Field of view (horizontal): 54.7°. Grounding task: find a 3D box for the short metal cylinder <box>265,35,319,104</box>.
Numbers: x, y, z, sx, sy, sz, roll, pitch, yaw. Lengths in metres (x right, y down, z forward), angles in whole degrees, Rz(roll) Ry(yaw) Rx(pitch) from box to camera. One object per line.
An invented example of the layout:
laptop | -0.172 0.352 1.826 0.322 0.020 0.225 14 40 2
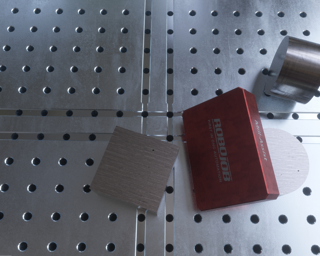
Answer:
short metal cylinder | 0.179 -0.077 0.412 0.050 0.080 0.080 17 71 6

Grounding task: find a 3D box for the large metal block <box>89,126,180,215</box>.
large metal block | -0.028 0.053 0.379 0.080 0.050 0.080 18 71 6

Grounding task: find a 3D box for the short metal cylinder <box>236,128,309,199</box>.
short metal cylinder | 0.133 0.046 0.383 0.081 0.050 0.080 0 70 0

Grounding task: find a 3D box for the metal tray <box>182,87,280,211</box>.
metal tray | 0.079 0.027 0.371 0.090 0.030 0.130 -23 65 36
